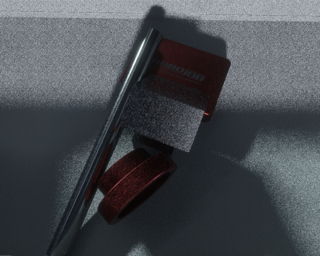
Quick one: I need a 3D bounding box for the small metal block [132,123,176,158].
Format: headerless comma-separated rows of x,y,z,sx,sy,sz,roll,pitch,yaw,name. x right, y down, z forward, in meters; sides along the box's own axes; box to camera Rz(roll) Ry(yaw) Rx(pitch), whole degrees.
-0.005,0.020,0.389,0.050,0.050,0.025,21,72,7,small metal block

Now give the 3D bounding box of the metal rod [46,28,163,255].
-0.063,0.011,0.383,0.025,0.025,0.299,21,79,7,metal rod

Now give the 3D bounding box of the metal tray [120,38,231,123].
0.022,-0.072,0.434,0.131,0.030,0.090,20,71,7,metal tray

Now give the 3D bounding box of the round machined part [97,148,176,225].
-0.031,0.060,0.349,0.098,0.098,0.042,-39,75,-13,round machined part

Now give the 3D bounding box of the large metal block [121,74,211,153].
0.010,-0.022,0.365,0.080,0.080,0.050,21,112,7,large metal block
